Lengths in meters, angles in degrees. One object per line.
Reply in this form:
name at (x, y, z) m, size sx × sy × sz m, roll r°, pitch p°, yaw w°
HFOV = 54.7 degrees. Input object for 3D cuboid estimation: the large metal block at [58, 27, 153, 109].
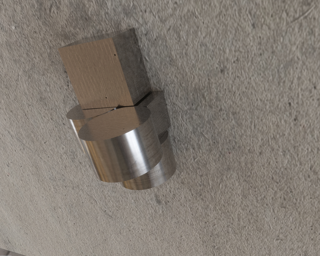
large metal block at (-0.065, -0.072, 0.383) m, size 0.080 × 0.050 × 0.080 m, roll -2°, pitch 118°, yaw 29°

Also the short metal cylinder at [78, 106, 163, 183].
short metal cylinder at (-0.042, 0.015, 0.340) m, size 0.080 × 0.080 × 0.050 m, roll -2°, pitch 117°, yaw 29°

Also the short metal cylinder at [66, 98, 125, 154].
short metal cylinder at (-0.075, -0.007, 0.409) m, size 0.080 × 0.080 × 0.050 m, roll -2°, pitch 117°, yaw 29°

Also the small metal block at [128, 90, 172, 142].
small metal block at (-0.011, -0.015, 0.391) m, size 0.025 × 0.050 × 0.050 m, roll 1°, pitch 119°, yaw 28°

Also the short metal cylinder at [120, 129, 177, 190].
short metal cylinder at (-0.023, 0.037, 0.408) m, size 0.080 × 0.080 × 0.050 m, roll 0°, pitch 118°, yaw 28°
